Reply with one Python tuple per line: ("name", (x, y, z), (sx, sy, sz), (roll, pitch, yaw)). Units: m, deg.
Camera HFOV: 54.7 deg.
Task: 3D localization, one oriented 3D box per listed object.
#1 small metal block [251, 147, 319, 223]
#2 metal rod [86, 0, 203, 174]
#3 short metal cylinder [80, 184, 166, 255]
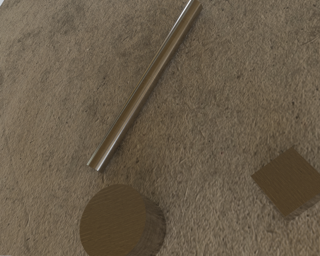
("small metal block", (0.127, 0.055, 0.303), (0.050, 0.025, 0.050), (-37, 51, 3))
("metal rod", (-0.016, -0.070, 0.455), (0.025, 0.025, 0.300), (19, 72, 35))
("short metal cylinder", (-0.040, 0.108, 0.342), (0.080, 0.050, 0.080), (-13, 56, 21))
